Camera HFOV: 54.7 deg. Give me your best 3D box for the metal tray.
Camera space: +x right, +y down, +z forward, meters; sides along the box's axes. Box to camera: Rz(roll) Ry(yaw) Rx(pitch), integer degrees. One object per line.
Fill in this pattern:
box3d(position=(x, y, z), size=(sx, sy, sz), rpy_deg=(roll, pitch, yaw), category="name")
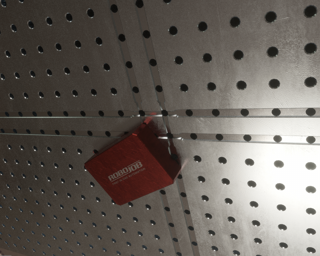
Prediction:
box3d(position=(-0.044, 0.060, 0.466), size=(0.130, 0.030, 0.090), rpy_deg=(-31, 102, 37), category="metal tray")
